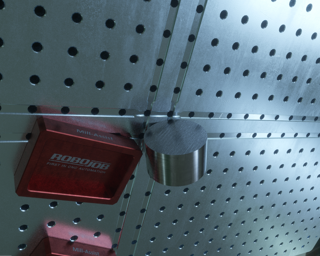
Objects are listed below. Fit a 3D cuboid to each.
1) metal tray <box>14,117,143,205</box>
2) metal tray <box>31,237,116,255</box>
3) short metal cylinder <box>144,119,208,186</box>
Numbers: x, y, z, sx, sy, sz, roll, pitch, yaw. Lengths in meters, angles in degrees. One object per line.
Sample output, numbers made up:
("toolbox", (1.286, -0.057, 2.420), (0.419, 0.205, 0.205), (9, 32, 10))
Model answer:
("metal tray", (-0.098, 0.046, 0.382), (0.131, 0.030, 0.089), (16, 110, -35))
("metal tray", (-0.137, 0.219, 0.468), (0.130, 0.030, 0.090), (31, 101, -38))
("short metal cylinder", (0.021, 0.030, 0.406), (0.081, 0.080, 0.050), (-16, 125, -19))
